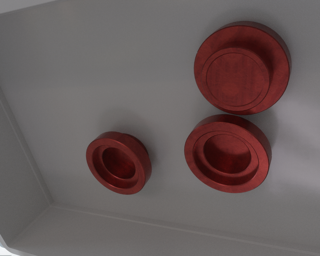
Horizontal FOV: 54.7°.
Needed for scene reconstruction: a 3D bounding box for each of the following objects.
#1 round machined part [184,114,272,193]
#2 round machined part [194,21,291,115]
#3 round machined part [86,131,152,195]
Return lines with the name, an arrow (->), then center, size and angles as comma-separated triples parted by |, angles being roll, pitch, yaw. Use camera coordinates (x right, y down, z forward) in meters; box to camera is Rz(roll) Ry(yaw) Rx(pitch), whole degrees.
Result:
round machined part -> 0.083, 0.026, 0.370 | 0.098, 0.042, 0.097 | 13, 124, 21
round machined part -> 0.081, -0.056, 0.320 | 0.098, 0.042, 0.097 | 13, 124, 21
round machined part -> -0.056, 0.047, 0.456 | 0.098, 0.042, 0.097 | 13, 124, 21
